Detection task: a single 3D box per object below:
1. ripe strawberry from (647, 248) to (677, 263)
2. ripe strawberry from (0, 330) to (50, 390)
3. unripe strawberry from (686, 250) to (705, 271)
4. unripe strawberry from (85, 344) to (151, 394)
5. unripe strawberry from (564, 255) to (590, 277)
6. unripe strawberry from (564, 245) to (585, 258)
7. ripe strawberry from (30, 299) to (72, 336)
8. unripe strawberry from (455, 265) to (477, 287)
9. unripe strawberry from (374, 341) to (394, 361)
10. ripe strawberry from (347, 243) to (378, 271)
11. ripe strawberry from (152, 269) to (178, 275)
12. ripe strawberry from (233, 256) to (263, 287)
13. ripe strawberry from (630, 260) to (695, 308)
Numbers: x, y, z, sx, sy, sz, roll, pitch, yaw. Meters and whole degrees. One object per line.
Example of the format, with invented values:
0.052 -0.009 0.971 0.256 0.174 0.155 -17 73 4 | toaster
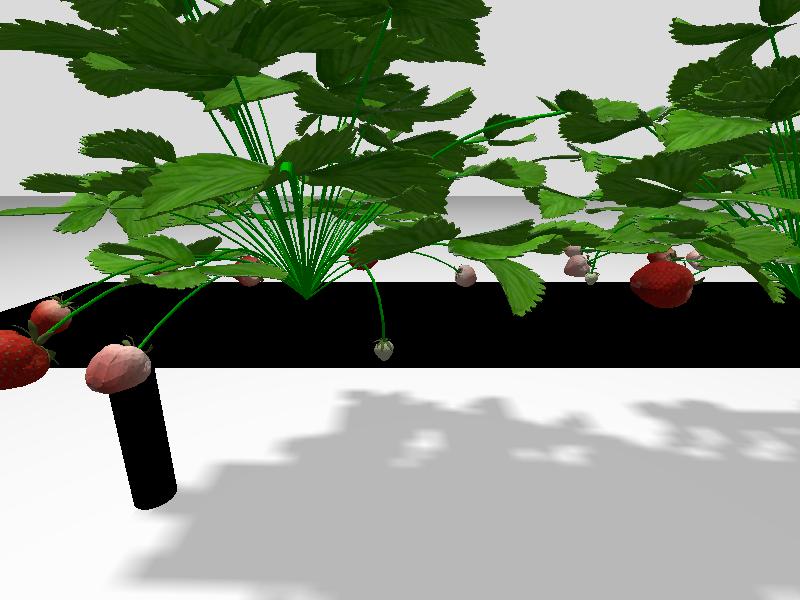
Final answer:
0.319 -0.052 0.490 0.028 0.030 0.031 -6 17 -18 | ripe strawberry
-0.198 0.032 0.199 0.035 0.031 0.031 11 38 32 | ripe strawberry
0.361 -0.050 0.481 0.031 0.028 0.028 -1 16 -2 | unripe strawberry
-0.141 0.035 0.198 0.028 0.025 0.025 5 36 17 | unripe strawberry
0.194 -0.036 0.440 0.026 0.025 0.028 -21 5 30 | unripe strawberry
0.242 -0.071 0.560 0.027 0.023 0.027 -9 18 -29 | unripe strawberry
-0.242 0.013 0.277 0.022 0.026 0.026 44 -9 -32 | ripe strawberry
0.068 -0.024 0.410 0.022 0.022 0.021 25 7 -23 | unripe strawberry
-0.009 0.028 0.221 0.011 0.011 0.010 -8 18 -26 | unripe strawberry
-0.043 -0.054 0.481 0.039 0.035 0.036 5 17 17 | ripe strawberry
-0.246 -0.030 0.418 0.024 0.026 0.022 5 17 19 | ripe strawberry
-0.155 -0.029 0.406 0.031 0.031 0.034 10 19 33 | ripe strawberry
0.215 -0.013 0.333 0.041 0.040 0.045 -3 17 -10 | ripe strawberry
